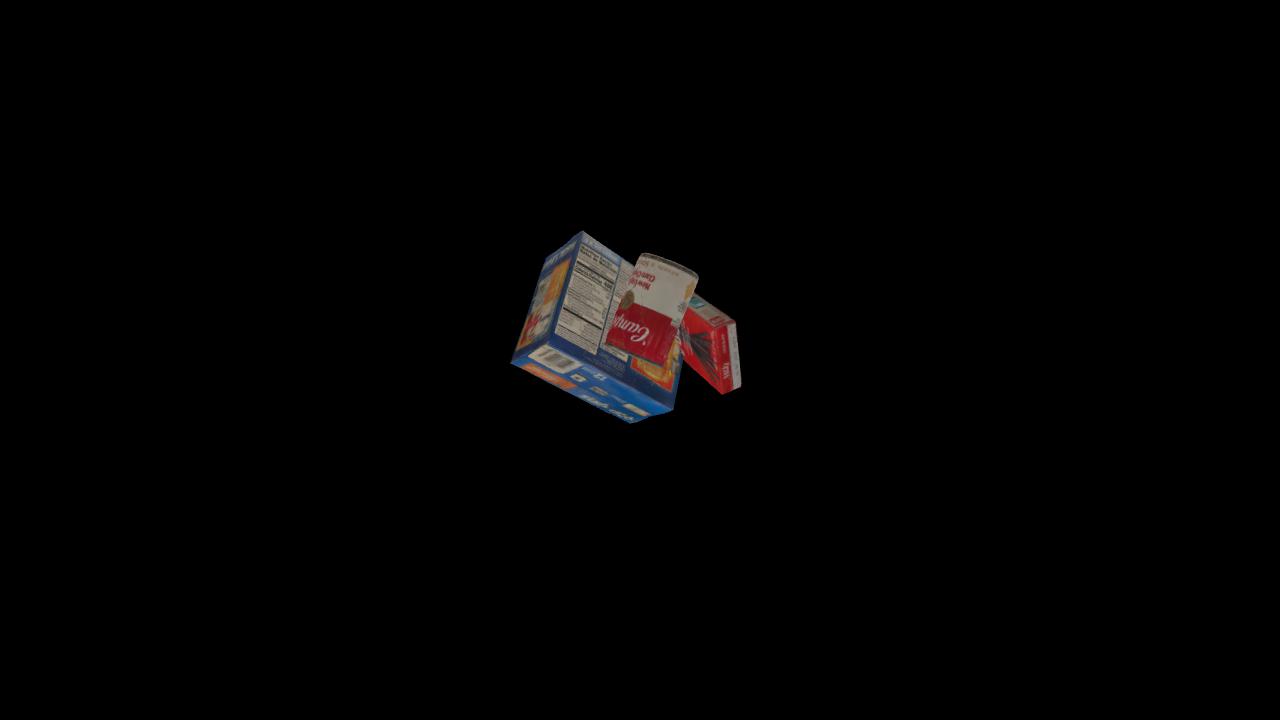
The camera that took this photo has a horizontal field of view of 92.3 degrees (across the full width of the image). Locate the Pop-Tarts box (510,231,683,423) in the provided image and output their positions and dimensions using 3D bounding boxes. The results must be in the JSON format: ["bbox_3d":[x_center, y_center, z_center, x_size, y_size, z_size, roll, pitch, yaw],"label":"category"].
[{"bbox_3d":[-0.036,-0.030,0.678,0.167,0.141,0.083,30,-31,-31],"label":"Pop-Tarts box"}]

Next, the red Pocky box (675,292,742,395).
[{"bbox_3d":[0.057,-0.033,0.674,0.028,0.083,0.155,-22,33,-16],"label":"red Pocky box"}]

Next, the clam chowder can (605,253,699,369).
[{"bbox_3d":[0.012,-0.050,0.630,0.068,0.102,0.068,23,1,0],"label":"clam chowder can"}]
